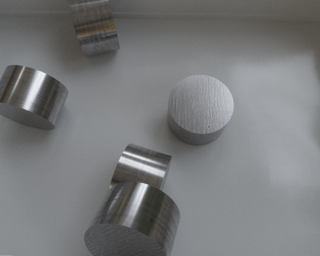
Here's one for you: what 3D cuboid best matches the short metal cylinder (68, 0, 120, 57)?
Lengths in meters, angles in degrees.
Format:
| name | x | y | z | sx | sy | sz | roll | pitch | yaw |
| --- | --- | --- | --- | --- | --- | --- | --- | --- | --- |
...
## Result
| name | x | y | z | sx | sy | sz | roll | pitch | yaw |
| --- | --- | --- | --- | --- | --- | --- | --- | --- | --- |
| short metal cylinder | -0.091 | -0.144 | 0.432 | 0.050 | 0.080 | 0.080 | -15 | 71 | -5 |

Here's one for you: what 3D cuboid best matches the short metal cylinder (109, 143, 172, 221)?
| name | x | y | z | sx | sy | sz | roll | pitch | yaw |
| --- | --- | --- | --- | --- | --- | --- | --- | --- | --- |
| short metal cylinder | -0.022 | 0.063 | 0.357 | 0.050 | 0.080 | 0.080 | 17 | 71 | 6 |

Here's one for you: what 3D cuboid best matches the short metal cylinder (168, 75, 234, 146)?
| name | x | y | z | sx | sy | sz | roll | pitch | yaw |
| --- | --- | --- | --- | --- | --- | --- | --- | --- | --- |
| short metal cylinder | 0.051 | -0.022 | 0.405 | 0.081 | 0.050 | 0.080 | 0 | 70 | 0 |

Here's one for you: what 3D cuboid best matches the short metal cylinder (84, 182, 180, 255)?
| name | x | y | z | sx | sy | sz | roll | pitch | yaw |
| --- | --- | --- | --- | --- | --- | --- | --- | --- | --- |
| short metal cylinder | -0.025 | 0.099 | 0.301 | 0.080 | 0.079 | 0.050 | 17 | 39 | 6 |

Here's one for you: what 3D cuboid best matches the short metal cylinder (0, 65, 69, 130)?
| name | x | y | z | sx | sy | sz | roll | pitch | yaw |
| --- | --- | --- | --- | --- | --- | --- | --- | --- | --- |
| short metal cylinder | -0.164 | -0.036 | 0.392 | 0.080 | 0.080 | 0.050 | 13 | 71 | 5 |
